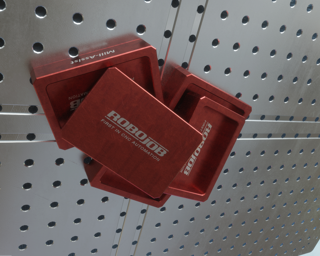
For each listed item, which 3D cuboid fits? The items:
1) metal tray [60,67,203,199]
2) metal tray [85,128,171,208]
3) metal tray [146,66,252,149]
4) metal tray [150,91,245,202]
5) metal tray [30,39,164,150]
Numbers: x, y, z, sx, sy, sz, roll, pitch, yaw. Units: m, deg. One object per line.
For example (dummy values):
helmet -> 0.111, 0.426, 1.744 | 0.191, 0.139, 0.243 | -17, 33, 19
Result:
metal tray -> -0.029, 0.006, 0.343 | 0.130, 0.030, 0.090 | 37, 90, -17
metal tray -> -0.024, 0.054, 0.428 | 0.131, 0.030, 0.090 | 29, 102, -38
metal tray -> 0.056, -0.017, 0.426 | 0.131, 0.030, 0.090 | 21, 107, -35
metal tray -> 0.050, 0.028, 0.411 | 0.090, 0.030, 0.129 | 22, 95, -36
metal tray -> -0.064, -0.038, 0.349 | 0.131, 0.030, 0.090 | -20, 126, -16
